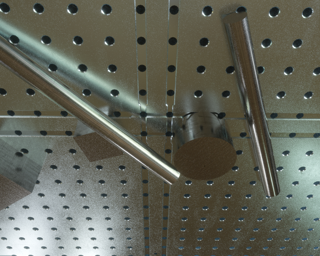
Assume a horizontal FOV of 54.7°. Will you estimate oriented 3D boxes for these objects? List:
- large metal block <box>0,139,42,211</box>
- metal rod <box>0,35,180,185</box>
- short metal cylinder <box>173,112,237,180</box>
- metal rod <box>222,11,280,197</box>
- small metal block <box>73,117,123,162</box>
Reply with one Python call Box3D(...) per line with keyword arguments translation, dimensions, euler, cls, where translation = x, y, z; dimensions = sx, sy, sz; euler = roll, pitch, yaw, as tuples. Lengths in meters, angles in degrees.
Box3D(translation=(-0.238, 0.070, 0.452), dimensions=(0.080, 0.050, 0.080), euler=(-29, 125, 22), cls="large metal block")
Box3D(translation=(-0.092, -0.021, 0.369), dimensions=(0.301, 0.025, 0.025), euler=(38, 120, -20), cls="metal rod")
Box3D(translation=(0.058, 0.025, 0.417), dimensions=(0.081, 0.050, 0.079), euler=(0, 130, 0), cls="short metal cylinder")
Box3D(translation=(0.128, -0.006, 0.407), dimensions=(0.025, 0.025, 0.299), euler=(-16, 129, 13), cls="metal rod")
Box3D(translation=(-0.082, 0.016, 0.425), dimensions=(0.050, 0.025, 0.050), euler=(-14, 129, 11), cls="small metal block")
